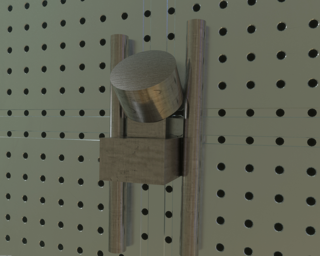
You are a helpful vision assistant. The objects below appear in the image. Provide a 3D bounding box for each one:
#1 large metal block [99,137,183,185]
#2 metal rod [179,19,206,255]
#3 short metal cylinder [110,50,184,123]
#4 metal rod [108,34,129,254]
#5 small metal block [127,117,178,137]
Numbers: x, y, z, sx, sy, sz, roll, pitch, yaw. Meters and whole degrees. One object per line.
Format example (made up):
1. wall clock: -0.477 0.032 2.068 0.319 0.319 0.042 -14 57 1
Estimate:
1. large metal block: -0.019 0.037 0.388 0.080 0.080 0.050 1 91 20
2. metal rod: 0.042 0.014 0.398 0.025 0.025 0.298 2 91 20
3. short metal cylinder: -0.015 -0.052 0.381 0.080 0.050 0.080 -9 44 9
4. metal rod: -0.058 0.022 0.433 0.025 0.025 0.298 1 90 20
5. small metal block: -0.008 -0.001 0.402 0.050 0.050 0.025 2 91 19
